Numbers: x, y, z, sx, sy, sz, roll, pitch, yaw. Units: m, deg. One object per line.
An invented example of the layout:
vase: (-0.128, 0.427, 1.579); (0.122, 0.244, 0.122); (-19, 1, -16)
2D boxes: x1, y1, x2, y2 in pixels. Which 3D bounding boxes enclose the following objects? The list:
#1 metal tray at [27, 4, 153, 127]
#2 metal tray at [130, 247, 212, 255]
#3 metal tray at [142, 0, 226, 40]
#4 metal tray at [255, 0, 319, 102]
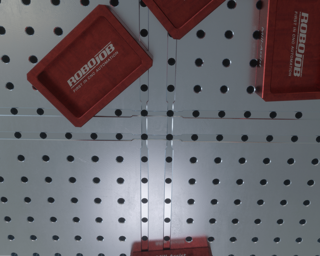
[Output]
metal tray: (-0.084, -0.074, 0.382); (0.130, 0.030, 0.090); (-39, 106, 13)
metal tray: (0.020, 0.242, 0.499); (0.131, 0.030, 0.089); (-5, 110, 1)
metal tray: (0.011, -0.177, 0.345); (0.090, 0.030, 0.130); (-39, 106, 13)
metal tray: (0.168, -0.100, 0.375); (0.090, 0.030, 0.129); (-3, 110, 1)
